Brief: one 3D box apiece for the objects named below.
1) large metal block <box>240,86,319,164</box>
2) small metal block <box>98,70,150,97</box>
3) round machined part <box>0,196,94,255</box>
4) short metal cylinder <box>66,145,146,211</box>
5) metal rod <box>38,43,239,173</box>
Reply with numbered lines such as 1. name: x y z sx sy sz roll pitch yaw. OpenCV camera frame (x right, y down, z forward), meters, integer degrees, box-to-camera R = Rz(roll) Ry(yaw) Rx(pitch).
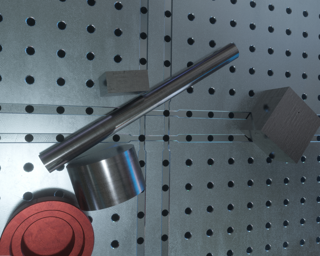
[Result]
1. large metal block: 0.183 -0.004 0.469 0.080 0.050 0.080 40 77 -16
2. small metal block: -0.046 -0.055 0.383 0.050 0.050 0.025 -7 93 -20
3. round machined part: -0.129 0.127 0.357 0.099 0.042 0.097 0 90 -21
4. short metal cylinder: -0.062 0.055 0.361 0.081 0.080 0.050 -19 97 -19
5. metal rod: -0.014 -0.035 0.408 0.302 0.025 0.025 -33 101 -17
